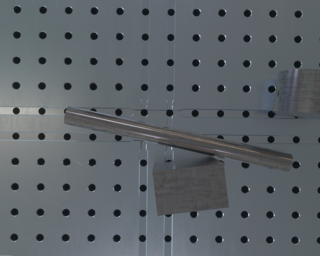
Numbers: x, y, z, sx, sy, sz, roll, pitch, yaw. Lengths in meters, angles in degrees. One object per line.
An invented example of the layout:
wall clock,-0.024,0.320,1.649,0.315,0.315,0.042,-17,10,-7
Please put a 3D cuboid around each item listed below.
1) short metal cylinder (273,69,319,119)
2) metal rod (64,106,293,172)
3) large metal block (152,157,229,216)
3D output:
short metal cylinder,0.187,-0.040,0.387,0.080,0.080,0.050,8,90,0
metal rod,0.025,0.015,0.413,0.302,0.025,0.025,12,90,0
large metal block,0.034,0.069,0.386,0.080,0.080,0.050,-7,90,0
